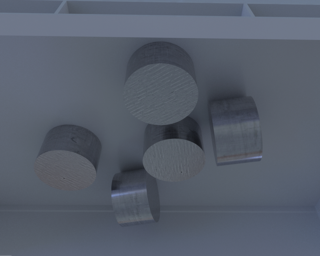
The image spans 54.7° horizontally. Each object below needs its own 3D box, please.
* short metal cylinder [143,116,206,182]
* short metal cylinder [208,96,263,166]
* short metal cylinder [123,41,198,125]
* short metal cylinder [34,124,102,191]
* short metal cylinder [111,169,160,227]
[{"bbox_3d":[0.018,0.027,0.416,0.081,0.050,0.079,0,130,0],"label":"short metal cylinder"},{"bbox_3d":[0.089,0.004,0.377,0.050,0.080,0.080,-8,130,6],"label":"short metal cylinder"},{"bbox_3d":[0.001,-0.050,0.350,0.081,0.050,0.079,0,130,0],"label":"short metal cylinder"},{"bbox_3d":[-0.125,0.041,0.427,0.081,0.050,0.079,0,130,0],"label":"short metal cylinder"},{"bbox_3d":[-0.034,0.102,0.460,0.050,0.080,0.080,-11,129,9],"label":"short metal cylinder"}]
